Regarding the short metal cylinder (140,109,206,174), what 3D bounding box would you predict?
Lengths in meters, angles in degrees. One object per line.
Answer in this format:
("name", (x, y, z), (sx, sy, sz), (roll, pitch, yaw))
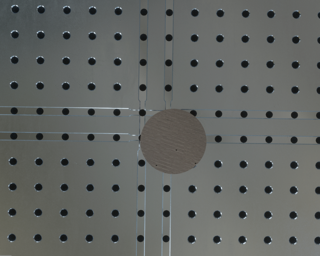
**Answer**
("short metal cylinder", (0.016, 0.016, 0.401), (0.081, 0.050, 0.079), (0, 90, -1))
